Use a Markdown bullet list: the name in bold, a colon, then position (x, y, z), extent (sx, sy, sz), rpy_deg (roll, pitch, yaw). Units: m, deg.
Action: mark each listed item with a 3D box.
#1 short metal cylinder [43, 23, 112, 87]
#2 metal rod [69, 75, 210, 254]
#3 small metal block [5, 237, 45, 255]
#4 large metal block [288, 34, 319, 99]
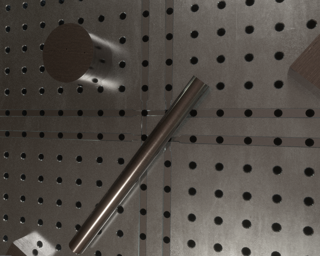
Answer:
- **short metal cylinder**: position (-0.116, -0.101, 0.439), extent (0.080, 0.050, 0.079), rpy_deg (0, 90, 19)
- **metal rod**: position (-0.035, 0.057, 0.423), extent (0.025, 0.025, 0.299), rpy_deg (40, 102, 15)
- **small metal block**: position (-0.216, 0.210, 0.487), extent (0.050, 0.025, 0.050), rpy_deg (33, 100, 16)
- **large metal block**: position (0.198, -0.068, 0.330), extent (0.080, 0.050, 0.080), rpy_deg (43, 103, 14)
